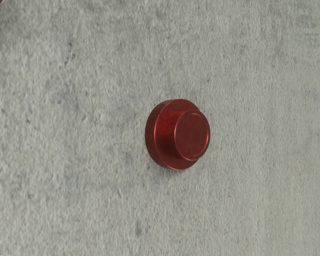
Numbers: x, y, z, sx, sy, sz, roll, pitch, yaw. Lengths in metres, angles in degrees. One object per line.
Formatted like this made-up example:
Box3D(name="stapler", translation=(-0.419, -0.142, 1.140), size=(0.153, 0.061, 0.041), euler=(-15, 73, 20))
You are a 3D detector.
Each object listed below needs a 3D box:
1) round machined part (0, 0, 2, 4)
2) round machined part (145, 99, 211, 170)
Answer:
Box3D(name="round machined part", translation=(-0.178, -0.128, 0.245), size=(0.099, 0.042, 0.097), euler=(0, 90, -40))
Box3D(name="round machined part", translation=(0.031, 0.009, 0.422), size=(0.099, 0.042, 0.097), euler=(0, 90, -40))
